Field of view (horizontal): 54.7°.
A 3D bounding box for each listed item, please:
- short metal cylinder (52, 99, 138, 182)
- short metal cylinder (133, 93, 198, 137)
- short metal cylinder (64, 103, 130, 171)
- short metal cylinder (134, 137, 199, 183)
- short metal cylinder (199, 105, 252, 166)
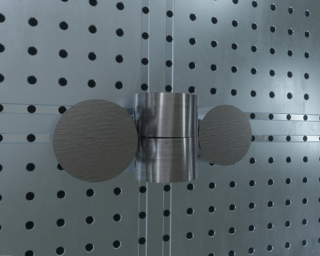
[{"bbox_3d":[-0.068,0.012,0.319,0.081,0.050,0.079,0,90,-20],"label":"short metal cylinder"},{"bbox_3d":[0.007,-0.015,0.386,0.081,0.080,0.050,1,91,-20],"label":"short metal cylinder"},{"bbox_3d":[-0.074,0.008,0.372,0.081,0.050,0.079,0,90,-20],"label":"short metal cylinder"},{"bbox_3d":[0.008,0.036,0.386,0.081,0.080,0.050,-1,91,-20],"label":"short metal cylinder"},{"bbox_3d":[0.078,0.009,0.427,0.081,0.050,0.079,0,90,-20],"label":"short metal cylinder"}]
